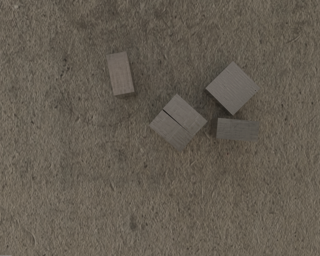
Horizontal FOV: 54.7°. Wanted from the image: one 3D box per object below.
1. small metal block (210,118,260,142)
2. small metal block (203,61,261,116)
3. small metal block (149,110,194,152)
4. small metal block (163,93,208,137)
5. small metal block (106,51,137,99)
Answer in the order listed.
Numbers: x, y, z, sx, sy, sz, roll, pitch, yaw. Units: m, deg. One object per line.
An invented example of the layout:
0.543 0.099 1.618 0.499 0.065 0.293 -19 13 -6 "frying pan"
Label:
0.094 0.002 0.398 0.050 0.050 0.025 5 90 0 "small metal block"
0.094 -0.051 0.411 0.050 0.025 0.050 -45 90 0 "small metal block"
0.014 0.004 0.397 0.050 0.050 0.025 40 90 0 "small metal block"
0.030 -0.016 0.398 0.050 0.050 0.025 42 90 0 "small metal block"
-0.048 -0.066 0.397 0.025 0.050 0.050 -11 90 0 "small metal block"
